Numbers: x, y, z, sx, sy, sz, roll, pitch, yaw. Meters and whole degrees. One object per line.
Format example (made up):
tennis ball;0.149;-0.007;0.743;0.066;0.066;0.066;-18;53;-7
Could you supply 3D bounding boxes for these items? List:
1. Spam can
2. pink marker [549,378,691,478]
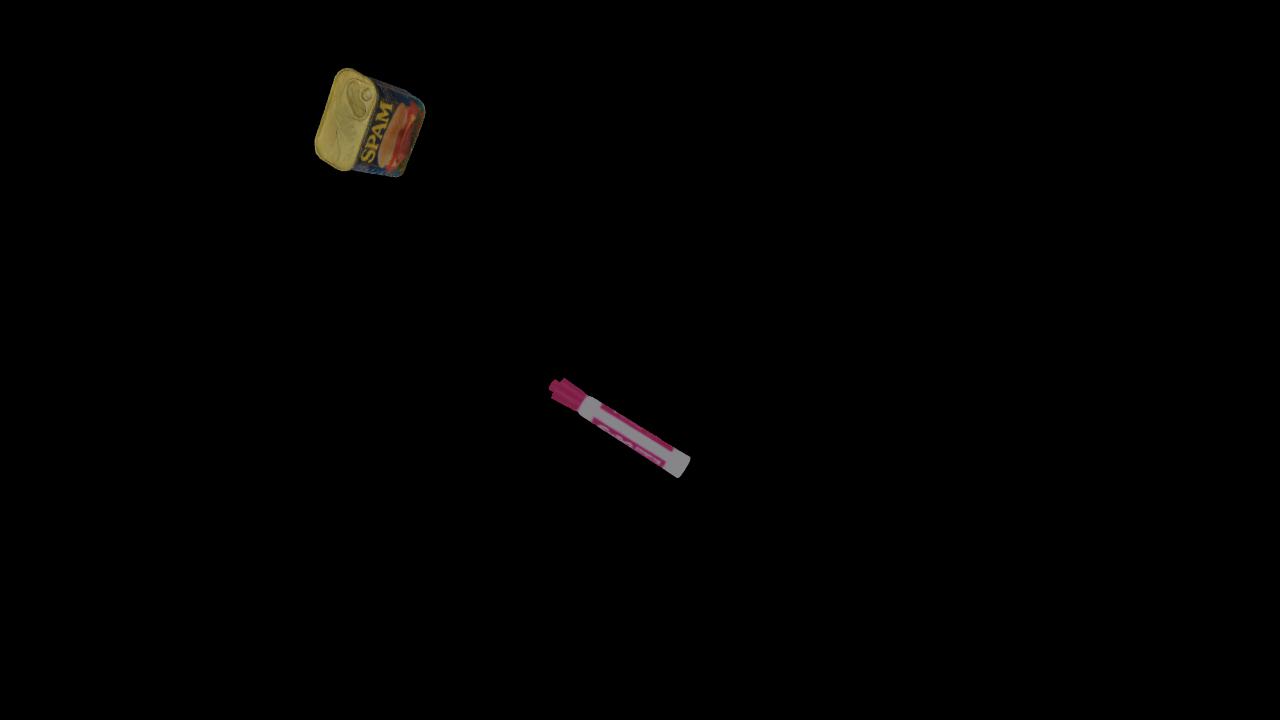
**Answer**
Spam can;-0.296;-0.257;0.681;0.058;0.101;0.085;33;18;10
pink marker;-0.017;0.050;0.471;0.121;0.020;0.020;32;1;2
